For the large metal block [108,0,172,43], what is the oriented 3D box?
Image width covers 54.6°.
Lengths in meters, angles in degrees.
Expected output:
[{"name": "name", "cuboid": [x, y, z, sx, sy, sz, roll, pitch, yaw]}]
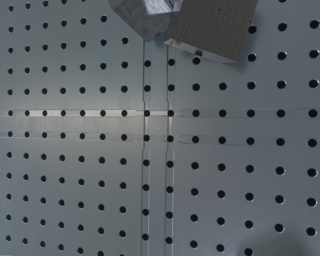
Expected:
[{"name": "large metal block", "cuboid": [-0.028, -0.167, 0.384, 0.050, 0.080, 0.080, -31, 65, 18]}]

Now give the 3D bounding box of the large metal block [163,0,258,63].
[{"name": "large metal block", "cuboid": [0.057, -0.127, 0.361, 0.080, 0.050, 0.080, 16, 97, -13]}]

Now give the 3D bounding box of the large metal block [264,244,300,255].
[{"name": "large metal block", "cuboid": [0.137, 0.193, 0.351, 0.080, 0.050, 0.080, -30, 80, 17]}]
